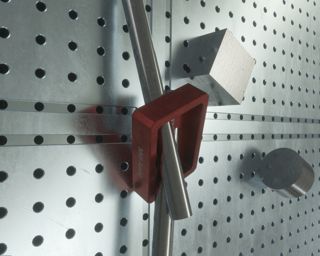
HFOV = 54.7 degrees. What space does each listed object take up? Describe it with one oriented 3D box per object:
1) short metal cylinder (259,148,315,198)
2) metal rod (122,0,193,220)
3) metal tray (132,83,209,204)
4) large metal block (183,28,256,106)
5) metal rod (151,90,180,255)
[{"bbox_3d":[0.232,0.083,0.568,0.050,0.080,0.080,34,69,-35],"label":"short metal cylinder"},{"bbox_3d":[-0.009,-0.046,0.357,0.025,0.025,0.298,-9,84,-40],"label":"metal rod"},{"bbox_3d":[0.011,0.021,0.372,0.091,0.030,0.129,-30,140,-34],"label":"metal tray"},{"bbox_3d":[0.092,-0.089,0.470,0.080,0.050,0.080,35,68,-35],"label":"large metal block"},{"bbox_3d":[0.005,0.104,0.371,0.025,0.025,0.298,7,85,-40],"label":"metal rod"}]
